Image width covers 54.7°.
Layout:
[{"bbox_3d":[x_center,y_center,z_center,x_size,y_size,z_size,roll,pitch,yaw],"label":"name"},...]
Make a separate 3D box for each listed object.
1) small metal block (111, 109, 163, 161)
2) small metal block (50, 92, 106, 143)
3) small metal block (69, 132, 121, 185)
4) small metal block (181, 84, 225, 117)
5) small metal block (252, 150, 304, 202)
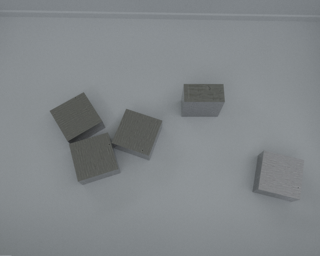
[{"bbox_3d":[-0.029,0.009,0.406,0.050,0.025,0.050,19,71,6],"label":"small metal block"},{"bbox_3d":[-0.109,-0.011,0.412,0.050,0.025,0.050,-32,73,-11],"label":"small metal block"},{"bbox_3d":[-0.082,0.039,0.394,0.050,0.025,0.050,-17,71,-7],"label":"small metal block"},{"bbox_3d":[0.055,-0.036,0.410,0.050,0.050,0.025,0,70,0],"label":"small metal block"},{"bbox_3d":[0.148,0.061,0.389,0.050,0.025,0.050,14,70,4],"label":"small metal block"}]
